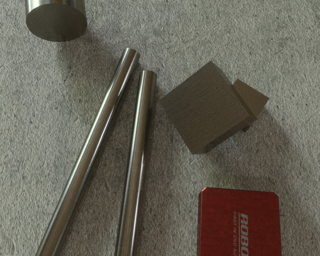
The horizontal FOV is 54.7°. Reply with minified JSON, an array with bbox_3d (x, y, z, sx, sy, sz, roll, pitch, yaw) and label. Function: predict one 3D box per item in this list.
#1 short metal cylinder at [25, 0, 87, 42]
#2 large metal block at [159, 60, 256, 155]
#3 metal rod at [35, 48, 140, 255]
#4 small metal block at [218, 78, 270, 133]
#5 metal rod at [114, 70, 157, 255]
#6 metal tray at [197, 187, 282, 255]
[{"bbox_3d":[-0.147,-0.167,0.438,0.081,0.080,0.050,-10,71,-4],"label":"short metal cylinder"},{"bbox_3d":[0.060,-0.022,0.386,0.080,0.050,0.080,-37,72,19],"label":"large metal block"},{"bbox_3d":[-0.087,0.026,0.397,0.025,0.025,0.299,17,71,6],"label":"metal rod"},{"bbox_3d":[0.111,-0.030,0.421,0.050,0.025,0.050,35,73,11],"label":"small metal block"},{"bbox_3d":[-0.031,0.065,0.383,0.025,0.025,0.299,6,70,2],"label":"metal rod"},{"bbox_3d":[0.089,0.138,0.356,0.091,0.030,0.130,4,70,1],"label":"metal tray"}]
